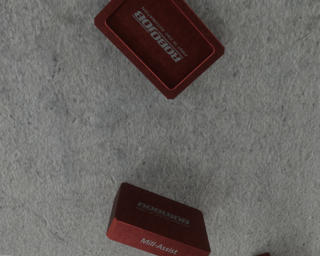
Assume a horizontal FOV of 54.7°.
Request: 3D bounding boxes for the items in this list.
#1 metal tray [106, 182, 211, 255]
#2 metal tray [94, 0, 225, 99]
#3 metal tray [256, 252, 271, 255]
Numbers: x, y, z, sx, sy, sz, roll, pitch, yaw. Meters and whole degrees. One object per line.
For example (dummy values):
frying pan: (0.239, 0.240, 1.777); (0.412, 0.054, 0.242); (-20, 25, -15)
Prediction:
metal tray: (-0.001, 0.130, 0.422); (0.131, 0.090, 0.030); (22, 109, -9)
metal tray: (0.001, -0.109, 0.366); (0.090, 0.030, 0.130); (-42, 105, 13)
metal tray: (0.181, 0.274, 0.478); (0.030, 0.090, 0.129); (-18, 109, 6)
